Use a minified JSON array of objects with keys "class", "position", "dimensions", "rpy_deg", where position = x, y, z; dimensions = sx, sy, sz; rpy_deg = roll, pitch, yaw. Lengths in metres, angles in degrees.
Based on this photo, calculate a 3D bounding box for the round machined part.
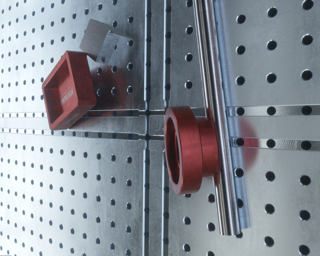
[{"class":"round machined part","position":[0.034,0.023,0.347],"dimensions":[0.098,0.042,0.097],"rpy_deg":[176,89,-81]}]

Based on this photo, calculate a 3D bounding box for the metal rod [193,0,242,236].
[{"class":"metal rod","position":[0.063,-0.032,0.355],"dimensions":[0.025,0.025,0.298],"rpy_deg":[-9,84,39]}]

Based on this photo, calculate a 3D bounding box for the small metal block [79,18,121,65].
[{"class":"small metal block","position":[-0.095,-0.135,0.485],"dimensions":[0.050,0.025,0.050],"rpy_deg":[42,115,31]}]

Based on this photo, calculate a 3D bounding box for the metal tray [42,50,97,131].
[{"class":"metal tray","position":[-0.155,-0.057,0.513],"dimensions":[0.130,0.030,0.090],"rpy_deg":[-29,72,48]}]
